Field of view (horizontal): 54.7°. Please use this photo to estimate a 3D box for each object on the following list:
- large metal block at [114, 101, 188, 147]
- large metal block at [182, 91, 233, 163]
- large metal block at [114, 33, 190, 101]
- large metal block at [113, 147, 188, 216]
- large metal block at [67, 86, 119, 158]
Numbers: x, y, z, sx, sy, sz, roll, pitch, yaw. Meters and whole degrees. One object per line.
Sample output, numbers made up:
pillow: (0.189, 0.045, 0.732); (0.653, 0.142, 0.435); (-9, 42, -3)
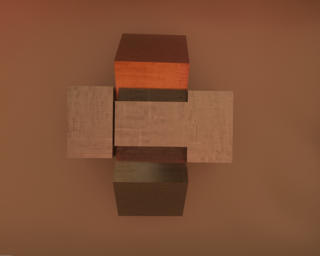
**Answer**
large metal block: (-0.010, -0.005, 0.383); (0.081, 0.080, 0.050); (1, 90, 0)
large metal block: (0.056, -0.002, 0.383); (0.050, 0.080, 0.080); (1, 90, 0)
large metal block: (-0.009, -0.075, 0.376); (0.081, 0.080, 0.050); (2, 128, 0)
large metal block: (-0.011, 0.066, 0.376); (0.081, 0.080, 0.050); (1, 48, -1)
large metal block: (-0.077, -0.007, 0.382); (0.050, 0.080, 0.080); (1, 90, 0)
